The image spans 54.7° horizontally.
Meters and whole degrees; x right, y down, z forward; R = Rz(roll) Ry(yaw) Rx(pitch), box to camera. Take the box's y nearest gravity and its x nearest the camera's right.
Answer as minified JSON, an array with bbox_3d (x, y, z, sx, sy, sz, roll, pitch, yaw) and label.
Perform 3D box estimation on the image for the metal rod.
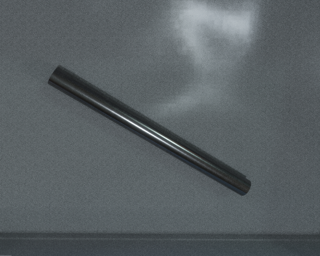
[{"bbox_3d":[-0.005,0.010,0.413,0.301,0.025,0.025,31,107,-11],"label":"metal rod"}]
